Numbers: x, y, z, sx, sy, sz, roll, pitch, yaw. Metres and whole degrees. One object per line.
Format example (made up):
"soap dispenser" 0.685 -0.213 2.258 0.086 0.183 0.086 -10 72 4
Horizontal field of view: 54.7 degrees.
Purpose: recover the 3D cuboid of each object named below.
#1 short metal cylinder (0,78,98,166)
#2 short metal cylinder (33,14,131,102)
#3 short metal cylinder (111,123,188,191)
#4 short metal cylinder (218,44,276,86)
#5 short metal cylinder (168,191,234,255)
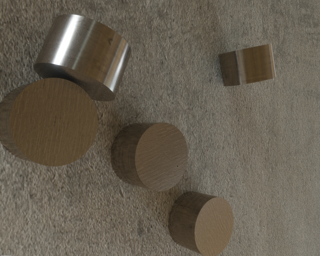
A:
"short metal cylinder" -0.108 -0.005 0.298 0.081 0.050 0.080 0 90 -40
"short metal cylinder" -0.075 -0.066 0.306 0.080 0.080 0.050 27 73 -37
"short metal cylinder" -0.012 0.033 0.378 0.081 0.050 0.080 0 90 -40
"short metal cylinder" 0.136 -0.097 0.482 0.081 0.080 0.050 -19 103 -38
"short metal cylinder" 0.059 0.133 0.438 0.081 0.050 0.080 0 90 -40
